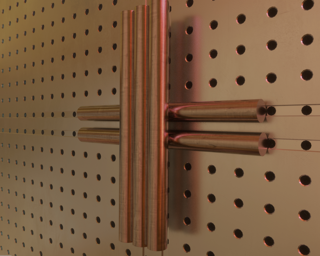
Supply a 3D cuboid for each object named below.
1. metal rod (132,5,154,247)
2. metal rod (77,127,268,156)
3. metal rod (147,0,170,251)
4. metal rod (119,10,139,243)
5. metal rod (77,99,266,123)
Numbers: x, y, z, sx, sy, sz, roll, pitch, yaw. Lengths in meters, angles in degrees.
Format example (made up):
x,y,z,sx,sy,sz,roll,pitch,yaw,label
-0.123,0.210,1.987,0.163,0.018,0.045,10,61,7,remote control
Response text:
x,y,z,sx,sy,sz,roll,pitch,yaw,label
-0.021,-0.002,0.393,0.025,0.025,0.298,1,91,39,metal rod
-0.009,0.014,0.415,0.300,0.025,0.025,1,91,39,metal rod
-0.002,-0.004,0.377,0.025,0.025,0.298,1,91,39,metal rod
-0.041,-0.002,0.409,0.025,0.025,0.298,1,91,39,metal rod
-0.011,-0.021,0.417,0.300,0.025,0.025,1,91,39,metal rod
